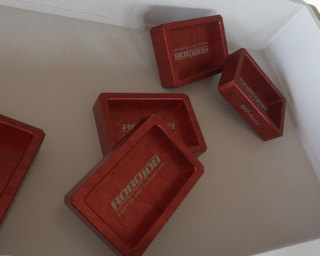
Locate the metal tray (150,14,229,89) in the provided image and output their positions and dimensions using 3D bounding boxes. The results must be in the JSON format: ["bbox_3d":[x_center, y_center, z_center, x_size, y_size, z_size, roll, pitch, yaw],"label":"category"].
[{"bbox_3d":[0.051,-0.119,0.476,0.131,0.030,0.089,-24,108,-37],"label":"metal tray"}]

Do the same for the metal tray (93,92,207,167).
[{"bbox_3d":[-0.012,0.000,0.397,0.131,0.030,0.090,-3,63,-30],"label":"metal tray"}]

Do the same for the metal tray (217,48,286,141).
[{"bbox_3d":[0.150,-0.052,0.492,0.130,0.030,0.090,42,48,-23],"label":"metal tray"}]

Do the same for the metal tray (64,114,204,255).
[{"bbox_3d":[-0.021,0.059,0.328,0.090,0.030,0.131,49,61,-11],"label":"metal tray"}]

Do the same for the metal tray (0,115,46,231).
[{"bbox_3d":[-0.167,0.038,0.267,0.091,0.030,0.130,23,37,-15],"label":"metal tray"}]
